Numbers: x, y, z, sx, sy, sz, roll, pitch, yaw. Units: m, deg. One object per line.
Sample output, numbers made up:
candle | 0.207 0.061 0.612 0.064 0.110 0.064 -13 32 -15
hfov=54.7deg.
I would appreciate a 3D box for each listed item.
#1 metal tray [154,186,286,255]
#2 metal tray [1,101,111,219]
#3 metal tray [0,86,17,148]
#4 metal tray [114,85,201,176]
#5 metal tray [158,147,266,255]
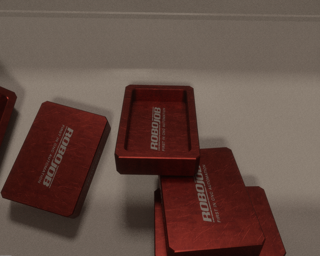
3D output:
metal tray | 0.059 0.110 0.345 0.131 0.030 0.090 -1 40 -1
metal tray | -0.127 0.038 0.392 0.090 0.030 0.130 15 71 5
metal tray | -0.240 0.001 0.373 0.030 0.090 0.130 -10 63 42
metal tray | -0.002 -0.003 0.378 0.091 0.030 0.130 1 43 0
metal tray | 0.047 0.078 0.337 0.091 0.030 0.130 -3 40 -4
